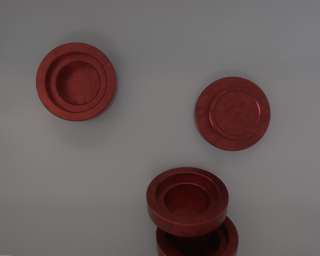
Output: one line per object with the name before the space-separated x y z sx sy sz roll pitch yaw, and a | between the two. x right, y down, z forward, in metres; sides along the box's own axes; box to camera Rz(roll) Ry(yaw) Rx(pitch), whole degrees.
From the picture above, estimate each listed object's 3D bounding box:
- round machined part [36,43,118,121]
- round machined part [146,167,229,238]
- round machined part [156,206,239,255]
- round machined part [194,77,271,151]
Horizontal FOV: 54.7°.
round machined part | -0.104 -0.057 0.402 0.099 0.042 0.097 0 90 0
round machined part | 0.034 0.095 0.383 0.099 0.098 0.042 -2 122 0
round machined part | 0.045 0.144 0.383 0.099 0.098 0.042 -2 121 0
round machined part | 0.095 -0.019 0.403 0.099 0.042 0.097 0 90 0
